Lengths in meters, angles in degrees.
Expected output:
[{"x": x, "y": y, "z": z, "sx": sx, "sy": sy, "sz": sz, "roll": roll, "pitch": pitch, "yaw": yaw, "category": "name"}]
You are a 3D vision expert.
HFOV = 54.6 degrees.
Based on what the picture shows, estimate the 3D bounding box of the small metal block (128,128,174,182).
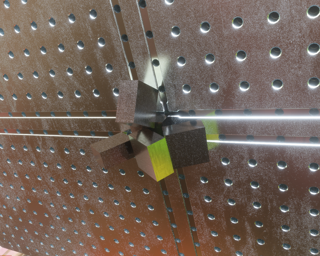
[{"x": -0.011, "y": 0.032, "z": 0.390, "sx": 0.050, "sy": 0.025, "sz": 0.050, "roll": 26, "pitch": 137, "yaw": 55, "category": "small metal block"}]

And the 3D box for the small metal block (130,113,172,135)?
[{"x": -0.009, "y": 0.008, "z": 0.422, "sx": 0.050, "sy": 0.025, "sz": 0.050, "roll": 3, "pitch": 120, "yaw": 27, "category": "small metal block"}]

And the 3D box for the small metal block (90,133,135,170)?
[{"x": -0.064, "y": 0.031, "z": 0.435, "sx": 0.050, "sy": 0.050, "sz": 0.025, "roll": 19, "pitch": 129, "yaw": 61, "category": "small metal block"}]

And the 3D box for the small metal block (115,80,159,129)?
[{"x": -0.027, "y": -0.028, "z": 0.379, "sx": 0.025, "sy": 0.050, "sz": 0.050, "roll": 3, "pitch": 84, "yaw": 27, "category": "small metal block"}]

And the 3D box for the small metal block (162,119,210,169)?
[{"x": 0.033, "y": 0.021, "z": 0.393, "sx": 0.050, "sy": 0.025, "sz": 0.050, "roll": -12, "pitch": 116, "yaw": -1, "category": "small metal block"}]
